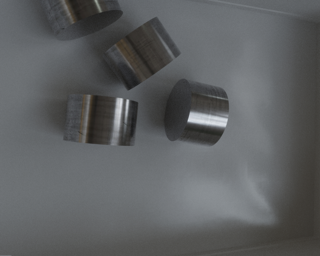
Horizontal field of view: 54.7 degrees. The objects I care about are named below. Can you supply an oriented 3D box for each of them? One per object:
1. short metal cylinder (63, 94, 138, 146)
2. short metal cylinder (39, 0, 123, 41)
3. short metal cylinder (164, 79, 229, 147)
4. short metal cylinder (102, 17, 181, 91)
[{"bbox_3d":[-0.067,-0.008,0.356,0.081,0.080,0.050,5,89,-20],"label":"short metal cylinder"},{"bbox_3d":[-0.089,-0.138,0.348,0.081,0.080,0.050,-26,99,-18],"label":"short metal cylinder"},{"bbox_3d":[0.044,-0.019,0.397,0.050,0.080,0.080,10,87,-20],"label":"short metal cylinder"},{"bbox_3d":[-0.022,-0.088,0.373,0.080,0.080,0.050,-39,103,-16],"label":"short metal cylinder"}]
